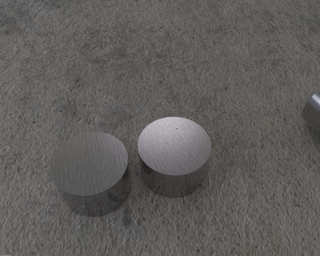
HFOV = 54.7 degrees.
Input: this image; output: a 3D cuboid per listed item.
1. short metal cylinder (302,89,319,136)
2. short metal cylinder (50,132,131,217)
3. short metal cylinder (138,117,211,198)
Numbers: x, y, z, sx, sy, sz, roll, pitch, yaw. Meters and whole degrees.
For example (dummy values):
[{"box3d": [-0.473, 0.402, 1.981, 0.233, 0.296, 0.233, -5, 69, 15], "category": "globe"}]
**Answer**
[{"box3d": [0.228, -0.020, 0.386, 0.081, 0.080, 0.050, -18, 53, -15], "category": "short metal cylinder"}, {"box3d": [-0.074, 0.051, 0.344, 0.080, 0.050, 0.080, 0, 50, 0], "category": "short metal cylinder"}, {"box3d": [0.016, 0.033, 0.359, 0.080, 0.050, 0.080, 0, 50, 0], "category": "short metal cylinder"}]
